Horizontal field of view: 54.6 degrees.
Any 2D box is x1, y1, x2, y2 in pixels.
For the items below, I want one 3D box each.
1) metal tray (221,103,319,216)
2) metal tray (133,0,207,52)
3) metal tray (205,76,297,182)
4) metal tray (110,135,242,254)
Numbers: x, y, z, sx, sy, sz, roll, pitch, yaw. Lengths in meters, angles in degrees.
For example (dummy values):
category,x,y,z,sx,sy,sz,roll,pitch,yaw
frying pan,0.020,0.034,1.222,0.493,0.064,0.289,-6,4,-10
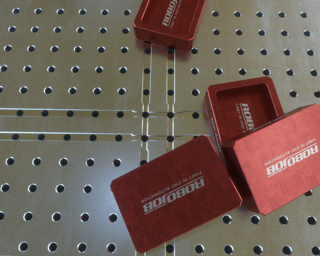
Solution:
category,x,y,z,sx,sy,sz,roll,pitch,yaw
metal tray,0.149,0.035,0.373,0.131,0.030,0.090,-23,91,-17
metal tray,0.022,-0.188,0.477,0.090,0.030,0.130,16,71,6
metal tray,0.118,0.001,0.409,0.091,0.030,0.130,-10,70,-4
metal tray,0.018,0.077,0.365,0.130,0.030,0.090,-27,72,4
